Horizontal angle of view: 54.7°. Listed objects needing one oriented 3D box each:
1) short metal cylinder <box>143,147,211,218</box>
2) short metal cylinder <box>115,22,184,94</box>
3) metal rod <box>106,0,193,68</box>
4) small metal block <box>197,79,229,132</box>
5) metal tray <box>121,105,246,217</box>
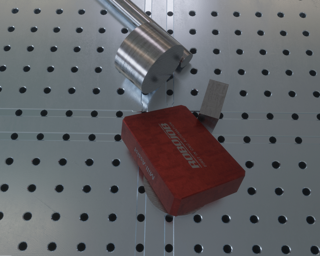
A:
[{"bbox_3d":[0.022,0.066,0.374,0.081,0.050,0.080,0,70,0],"label":"short metal cylinder"},{"bbox_3d":[-0.014,-0.093,0.416,0.050,0.080,0.080,43,75,14],"label":"short metal cylinder"},{"bbox_3d":[-0.065,-0.199,0.483,0.025,0.025,0.300,-42,75,-14],"label":"metal rod"},{"bbox_3d":[0.068,-0.028,0.409,0.025,0.050,0.050,17,71,6],"label":"small metal block"},{"bbox_3d":[0.022,0.029,0.358,0.091,0.030,0.130,-14,46,-27],"label":"metal tray"}]
